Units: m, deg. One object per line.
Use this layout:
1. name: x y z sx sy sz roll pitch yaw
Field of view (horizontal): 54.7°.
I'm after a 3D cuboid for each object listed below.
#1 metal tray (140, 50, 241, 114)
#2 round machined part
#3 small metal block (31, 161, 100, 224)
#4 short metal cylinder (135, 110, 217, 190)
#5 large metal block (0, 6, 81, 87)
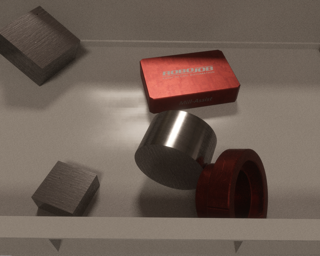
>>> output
1. metal tray: 0.041 -0.072 0.463 0.131 0.030 0.090 -9 51 -8
2. round machined part: 0.070 0.070 0.309 0.042 0.098 0.098 -4 42 37
3. small metal block: -0.103 0.070 0.345 0.050 0.025 0.050 17 52 13
4. short metal cylinder: 0.018 0.026 0.348 0.080 0.080 0.050 16 52 12
5. large metal block: -0.183 -0.125 0.471 0.080 0.050 0.080 41 57 -3
